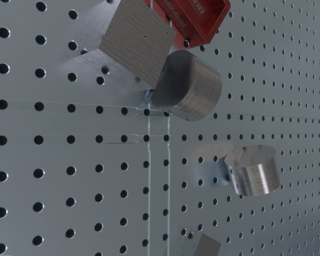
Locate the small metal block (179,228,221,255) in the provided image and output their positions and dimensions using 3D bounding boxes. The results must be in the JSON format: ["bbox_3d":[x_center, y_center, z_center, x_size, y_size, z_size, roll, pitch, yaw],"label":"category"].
[{"bbox_3d":[0.059,0.185,0.459,0.050,0.025,0.050,39,66,-33],"label":"small metal block"}]

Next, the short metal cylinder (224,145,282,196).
[{"bbox_3d":[0.150,0.067,0.499,0.081,0.080,0.050,-29,109,-36],"label":"short metal cylinder"}]

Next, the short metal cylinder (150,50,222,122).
[{"bbox_3d":[0.032,-0.053,0.400,0.050,0.080,0.080,21,77,-38],"label":"short metal cylinder"}]

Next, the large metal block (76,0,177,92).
[{"bbox_3d":[-0.037,-0.098,0.362,0.080,0.050,0.080,32,70,-36],"label":"large metal block"}]

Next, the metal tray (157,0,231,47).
[{"bbox_3d":[0.041,-0.193,0.439,0.130,0.030,0.090,45,63,-31],"label":"metal tray"}]
